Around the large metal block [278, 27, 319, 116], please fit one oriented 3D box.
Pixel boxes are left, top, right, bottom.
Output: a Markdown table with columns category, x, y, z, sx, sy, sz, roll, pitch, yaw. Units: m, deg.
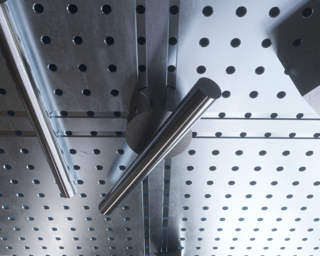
| category | x | y | z | sx | sy | sz | roll | pitch | yaw |
| --- | --- | --- | --- | --- | --- | --- | --- | --- | --- |
| large metal block | 0.183 | -0.065 | 0.322 | 0.050 | 0.080 | 0.080 | 36 | 121 | -27 |

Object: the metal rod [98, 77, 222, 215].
| category | x | y | z | sx | sy | sz | roll | pitch | yaw |
| --- | --- | --- | --- | --- | --- | --- | --- | --- | --- |
| metal rod | -0.020 | 0.045 | 0.383 | 0.025 | 0.025 | 0.298 | 20 | 139 | -17 |

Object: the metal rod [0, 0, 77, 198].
| category | x | y | z | sx | sy | sz | roll | pitch | yaw |
| --- | --- | --- | --- | --- | --- | --- | --- | --- | --- |
| metal rod | -0.154 | -0.011 | 0.400 | 0.025 | 0.025 | 0.298 | -3 | 130 | 2 |

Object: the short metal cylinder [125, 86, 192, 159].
| category | x | y | z | sx | sy | sz | roll | pitch | yaw |
| --- | --- | --- | --- | --- | --- | --- | --- | --- | --- |
| short metal cylinder | -0.002 | -0.006 | 0.390 | 0.081 | 0.050 | 0.079 | 0 | 130 | 0 |

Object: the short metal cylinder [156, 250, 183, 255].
| category | x | y | z | sx | sy | sz | roll | pitch | yaw |
| --- | --- | --- | --- | --- | --- | --- | --- | --- | --- |
| short metal cylinder | 0.023 | 0.291 | 0.623 | 0.050 | 0.080 | 0.080 | -7 | 130 | 6 |
